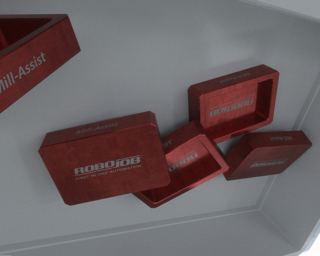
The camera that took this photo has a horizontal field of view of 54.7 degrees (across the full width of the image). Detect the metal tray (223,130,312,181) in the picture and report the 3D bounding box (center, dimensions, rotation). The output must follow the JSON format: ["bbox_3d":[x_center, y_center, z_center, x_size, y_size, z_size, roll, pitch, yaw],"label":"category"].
[{"bbox_3d":[0.173,0.045,0.511,0.131,0.030,0.089,-2,141,-28],"label":"metal tray"}]

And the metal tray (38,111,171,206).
[{"bbox_3d":[-0.060,0.038,0.364,0.131,0.030,0.089,-12,121,2],"label":"metal tray"}]

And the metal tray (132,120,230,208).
[{"bbox_3d":[0.018,0.054,0.426,0.130,0.030,0.090,-31,131,13],"label":"metal tray"}]

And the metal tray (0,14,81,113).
[{"bbox_3d":[-0.133,-0.044,0.226,0.130,0.090,0.030,-56,145,-41],"label":"metal tray"}]

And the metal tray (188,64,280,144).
[{"bbox_3d":[0.106,-0.031,0.445,0.131,0.030,0.089,-18,126,-18],"label":"metal tray"}]
